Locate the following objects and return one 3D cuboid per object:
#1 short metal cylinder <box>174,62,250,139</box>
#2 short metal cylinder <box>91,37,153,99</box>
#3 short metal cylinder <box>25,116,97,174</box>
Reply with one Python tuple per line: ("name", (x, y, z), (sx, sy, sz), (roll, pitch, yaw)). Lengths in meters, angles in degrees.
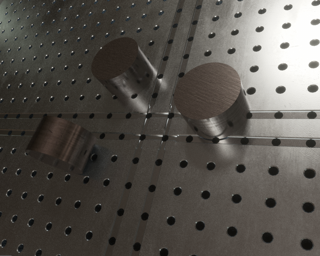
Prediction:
("short metal cylinder", (0.064, -0.033, 0.378), (0.080, 0.050, 0.080), (-13, 56, 20))
("short metal cylinder", (-0.057, -0.092, 0.477), (0.080, 0.050, 0.080), (-13, 56, 20))
("short metal cylinder", (-0.135, 0.025, 0.426), (0.080, 0.080, 0.050), (6, 65, 30))
